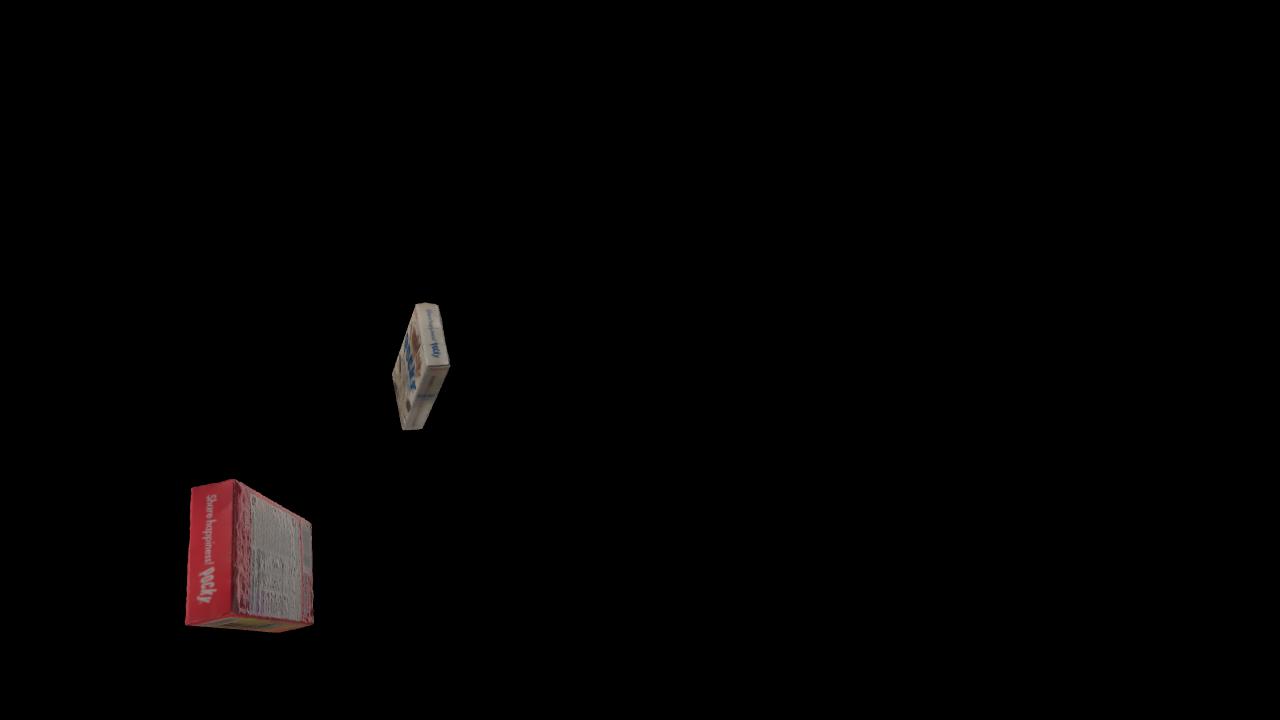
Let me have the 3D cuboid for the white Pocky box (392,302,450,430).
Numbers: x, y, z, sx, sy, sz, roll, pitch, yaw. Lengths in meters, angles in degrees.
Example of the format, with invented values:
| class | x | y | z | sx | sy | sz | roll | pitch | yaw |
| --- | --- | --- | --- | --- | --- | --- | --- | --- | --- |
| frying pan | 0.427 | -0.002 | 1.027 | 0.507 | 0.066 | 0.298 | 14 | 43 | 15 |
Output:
| class | x | y | z | sx | sy | sz | roll | pitch | yaw |
| --- | --- | --- | --- | --- | --- | --- | --- | --- | --- |
| white Pocky box | -0.257 | 0.012 | 0.716 | 0.028 | 0.084 | 0.154 | -2 | -31 | -33 |

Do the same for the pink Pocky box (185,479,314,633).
| class | x | y | z | sx | sy | sz | roll | pitch | yaw |
| --- | --- | --- | --- | --- | --- | --- | --- | --- | --- |
| pink Pocky box | -0.270 | 0.145 | 0.437 | 0.029 | 0.084 | 0.155 | -9 | -23 | -14 |
